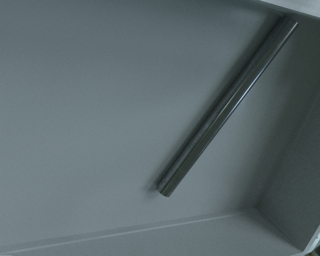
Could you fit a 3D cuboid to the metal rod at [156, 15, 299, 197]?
[{"bbox_3d":[0.089,-0.023,0.441,0.025,0.025,0.299,27,103,-37],"label":"metal rod"}]
